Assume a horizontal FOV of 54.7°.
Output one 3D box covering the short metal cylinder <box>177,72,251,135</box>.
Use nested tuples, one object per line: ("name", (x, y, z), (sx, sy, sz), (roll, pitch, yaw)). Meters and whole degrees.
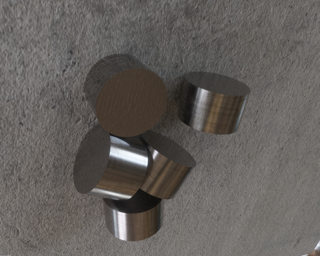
("short metal cylinder", (0.066, -0.033, 0.386), (0.081, 0.080, 0.050), (-3, 120, -27))

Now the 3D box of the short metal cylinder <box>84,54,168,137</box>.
("short metal cylinder", (-0.039, -0.037, 0.346), (0.081, 0.050, 0.079), (-14, 124, -21))

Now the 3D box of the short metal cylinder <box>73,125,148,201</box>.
("short metal cylinder", (-0.059, 0.042, 0.364), (0.050, 0.080, 0.080), (22, 107, -36))

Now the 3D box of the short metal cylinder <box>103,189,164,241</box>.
("short metal cylinder", (-0.035, 0.102, 0.415), (0.081, 0.080, 0.050), (-13, 124, -22))

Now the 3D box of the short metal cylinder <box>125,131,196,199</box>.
("short metal cylinder", (-0.001, 0.046, 0.399), (0.080, 0.080, 0.050), (21, 107, -36))
